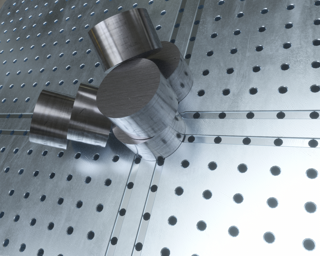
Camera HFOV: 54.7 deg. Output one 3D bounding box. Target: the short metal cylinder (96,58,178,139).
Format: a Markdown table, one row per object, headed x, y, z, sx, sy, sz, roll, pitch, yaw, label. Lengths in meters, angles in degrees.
| x | y | z | sx | sy | sz | roll | pitch | yaw | label |
| --- | --- | --- | --- | --- | --- | --- | --- | --- | --- |
| -0.026 | -0.034 | 0.360 | 0.080 | 0.050 | 0.080 | -13 | 56 | 21 | short metal cylinder |

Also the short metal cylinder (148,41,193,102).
| x | y | z | sx | sy | sz | roll | pitch | yaw | label |
| --- | --- | --- | --- | --- | --- | --- | --- | --- | --- |
| 0.000 | -0.075 | 0.437 | 0.080 | 0.050 | 0.080 | -13 | 56 | 21 | short metal cylinder |

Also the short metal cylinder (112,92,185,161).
| x | y | z | sx | sy | sz | roll | pitch | yaw | label |
| --- | --- | --- | --- | --- | --- | --- | --- | --- | --- |
| -0.014 | -0.004 | 0.401 | 0.080 | 0.050 | 0.080 | -13 | 56 | 21 | short metal cylinder |

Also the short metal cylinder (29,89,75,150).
| x | y | z | sx | sy | sz | roll | pitch | yaw | label |
| --- | --- | --- | --- | --- | --- | --- | --- | --- | --- |
| -0.152 | -0.013 | 0.452 | 0.050 | 0.080 | 0.080 | 14 | 61 | -12 | short metal cylinder |

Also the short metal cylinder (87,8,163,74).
| x | y | z | sx | sy | sz | roll | pitch | yaw | label |
| --- | --- | --- | --- | --- | --- | --- | --- | --- | --- |
| -0.043 | -0.107 | 0.388 | 0.080 | 0.080 | 0.050 | -22 | 97 | 15 | short metal cylinder |

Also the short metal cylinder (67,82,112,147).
| x | y | z | sx | sy | sz | roll | pitch | yaw | label |
| --- | --- | --- | --- | --- | --- | --- | --- | --- | --- |
| -0.091 | -0.018 | 0.422 | 0.050 | 0.080 | 0.080 | 14 | 61 | -12 | short metal cylinder |
